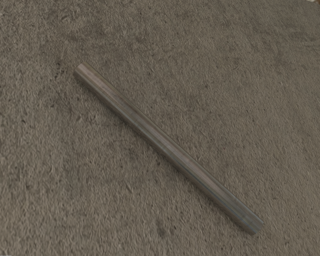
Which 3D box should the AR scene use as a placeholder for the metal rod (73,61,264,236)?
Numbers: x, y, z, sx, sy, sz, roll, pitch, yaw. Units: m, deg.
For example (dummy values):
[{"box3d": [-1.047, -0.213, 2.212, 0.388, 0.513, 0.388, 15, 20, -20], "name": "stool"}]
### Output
[{"box3d": [0.010, 0.025, 0.393, 0.300, 0.025, 0.025, 42, 51, 1], "name": "metal rod"}]
